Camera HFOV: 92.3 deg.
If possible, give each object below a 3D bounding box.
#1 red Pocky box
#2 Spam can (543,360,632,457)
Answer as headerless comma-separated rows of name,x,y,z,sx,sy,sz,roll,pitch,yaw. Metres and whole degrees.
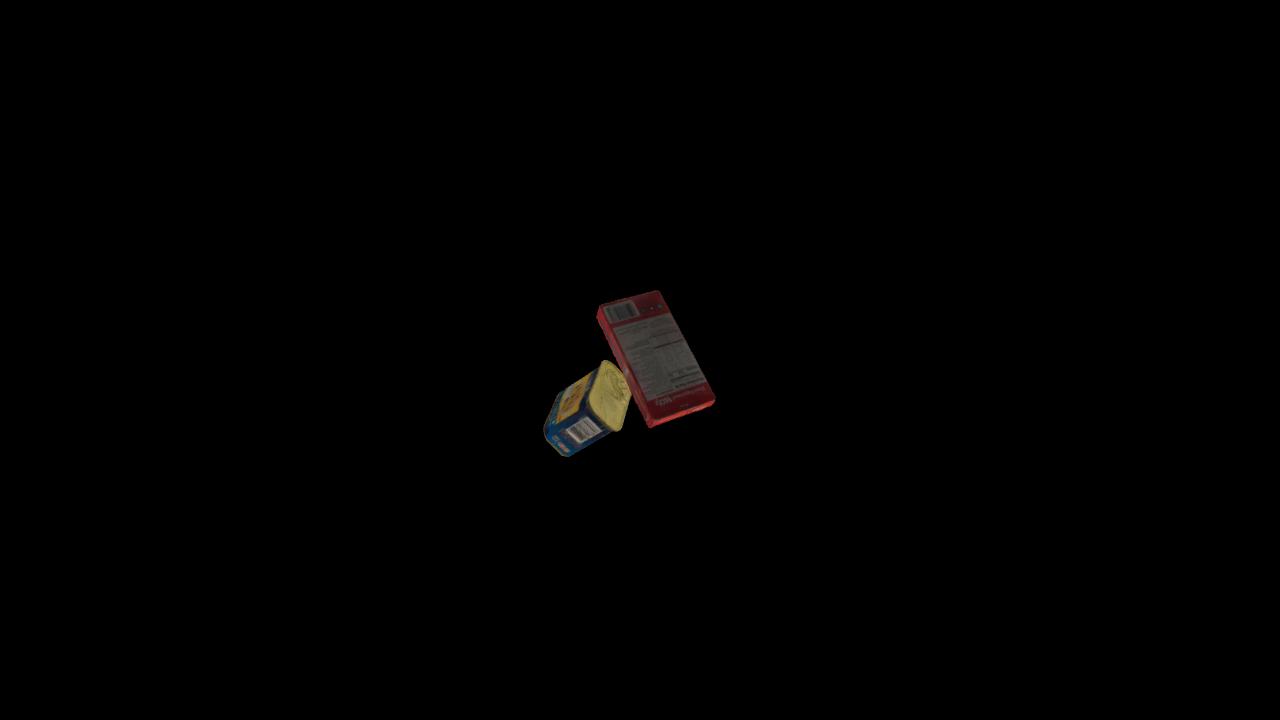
red Pocky box,0.016,-0.004,0.703,0.083,0.155,0.028,-16,-24,-23
Spam can,-0.064,0.060,0.753,0.085,0.058,0.101,-32,22,28
